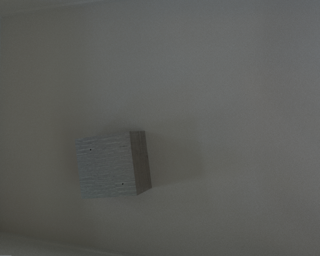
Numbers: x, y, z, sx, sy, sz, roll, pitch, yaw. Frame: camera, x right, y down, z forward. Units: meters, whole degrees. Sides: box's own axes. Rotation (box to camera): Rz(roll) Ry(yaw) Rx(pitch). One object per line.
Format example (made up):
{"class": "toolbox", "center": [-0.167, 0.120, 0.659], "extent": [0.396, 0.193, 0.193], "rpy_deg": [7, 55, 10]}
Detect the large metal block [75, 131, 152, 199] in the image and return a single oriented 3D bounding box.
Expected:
{"class": "large metal block", "center": [-0.062, 0.049, 0.420], "extent": [0.080, 0.050, 0.080], "rpy_deg": [-8, 87, 20]}
